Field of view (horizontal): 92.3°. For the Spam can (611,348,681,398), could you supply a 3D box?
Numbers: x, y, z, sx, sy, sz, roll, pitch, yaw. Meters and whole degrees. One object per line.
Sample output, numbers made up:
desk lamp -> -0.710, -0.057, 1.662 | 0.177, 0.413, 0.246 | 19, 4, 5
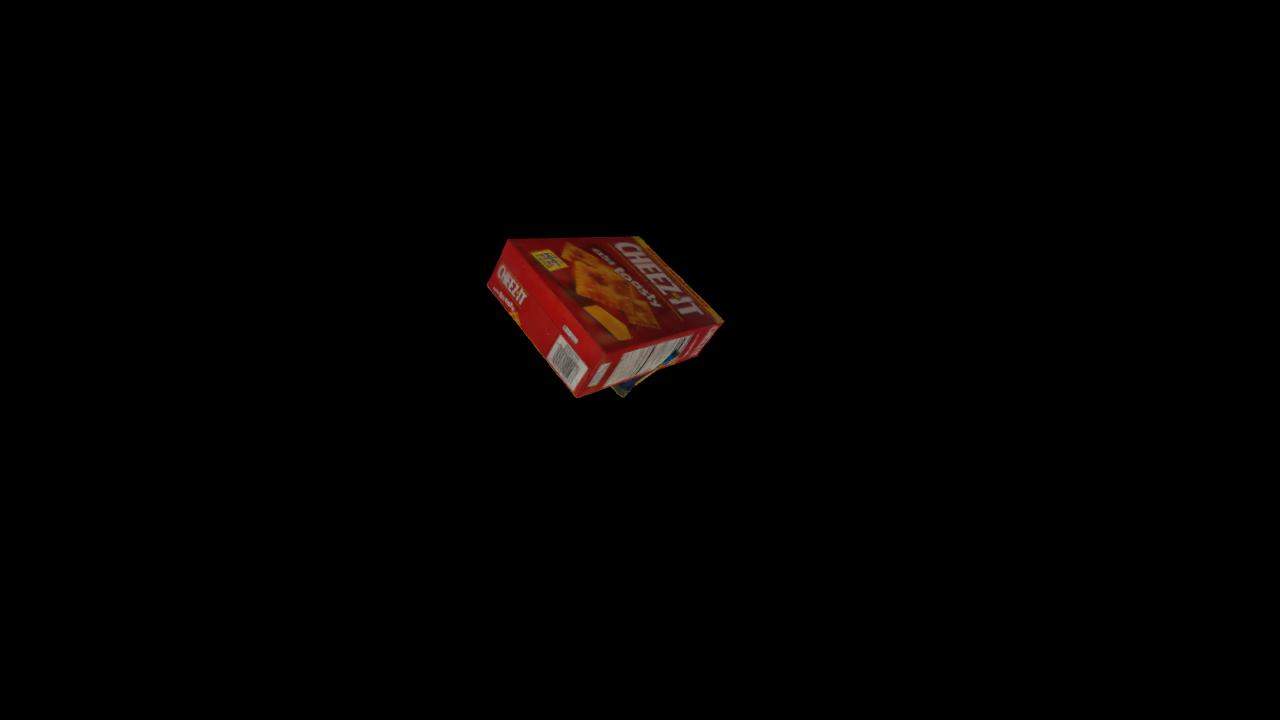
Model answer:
Spam can -> 0.001, -0.007, 0.718 | 0.085, 0.058, 0.101 | -36, 1, 7

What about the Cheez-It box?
Cheez-It box -> -0.030, -0.061, 0.682 | 0.223, 0.166, 0.071 | -16, -31, -51
